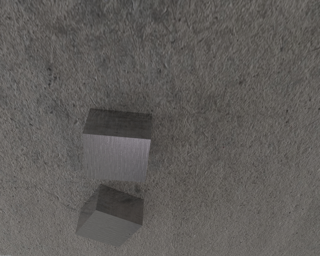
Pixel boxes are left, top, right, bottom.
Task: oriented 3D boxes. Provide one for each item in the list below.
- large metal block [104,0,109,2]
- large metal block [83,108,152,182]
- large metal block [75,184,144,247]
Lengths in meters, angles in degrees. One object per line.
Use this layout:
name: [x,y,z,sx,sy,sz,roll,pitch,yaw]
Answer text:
large metal block: [-0.032,-0.165,0.250,0.080,0.050,0.080,-23,127,18]
large metal block: [-0.056,0.024,0.411,0.081,0.050,0.079,5,130,-5]
large metal block: [-0.083,0.148,0.516,0.080,0.050,0.080,26,126,-20]
